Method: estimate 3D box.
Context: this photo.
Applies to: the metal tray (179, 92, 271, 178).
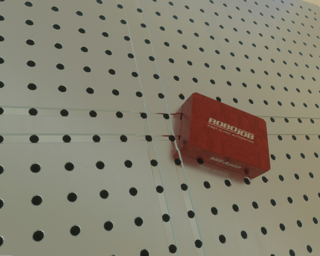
[{"bbox_3d":[0.095,0.011,0.449,0.131,0.030,0.090,19,54,-17],"label":"metal tray"}]
